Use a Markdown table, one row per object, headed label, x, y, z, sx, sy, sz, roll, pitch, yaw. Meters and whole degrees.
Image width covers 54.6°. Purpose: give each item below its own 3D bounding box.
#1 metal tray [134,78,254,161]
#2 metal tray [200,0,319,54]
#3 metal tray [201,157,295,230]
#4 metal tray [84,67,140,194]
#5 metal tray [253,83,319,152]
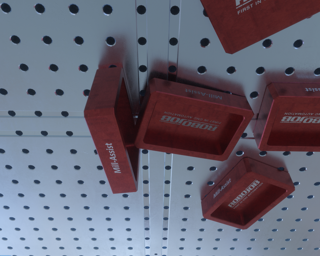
| label | x | y | z | sx | sy | sz | roll | pitch | yaw |
| --- | --- | --- | --- | --- | --- | --- | --- | --- | --- |
| metal tray | 0.040 | -0.007 | 0.395 | 0.131 | 0.030 | 0.089 | 10 | 128 | -14 |
| metal tray | 0.105 | -0.139 | 0.291 | 0.130 | 0.030 | 0.090 | -24 | 126 | 19 |
| metal tray | 0.138 | 0.111 | 0.503 | 0.090 | 0.030 | 0.129 | 21 | 127 | -17 |
| metal tray | -0.051 | 0.005 | 0.372 | 0.030 | 0.090 | 0.129 | -6 | 130 | 5 |
| metal tray | 0.197 | -0.011 | 0.399 | 0.131 | 0.030 | 0.089 | 1 | 130 | -1 |
